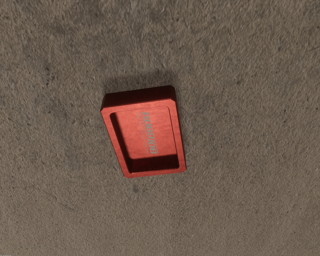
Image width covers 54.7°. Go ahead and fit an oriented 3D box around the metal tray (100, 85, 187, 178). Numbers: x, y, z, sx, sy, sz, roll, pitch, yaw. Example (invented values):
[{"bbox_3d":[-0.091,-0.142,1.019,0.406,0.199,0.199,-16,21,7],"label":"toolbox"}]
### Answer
[{"bbox_3d":[-0.017,0.010,0.412,0.090,0.030,0.129,-7,130,5],"label":"metal tray"}]
